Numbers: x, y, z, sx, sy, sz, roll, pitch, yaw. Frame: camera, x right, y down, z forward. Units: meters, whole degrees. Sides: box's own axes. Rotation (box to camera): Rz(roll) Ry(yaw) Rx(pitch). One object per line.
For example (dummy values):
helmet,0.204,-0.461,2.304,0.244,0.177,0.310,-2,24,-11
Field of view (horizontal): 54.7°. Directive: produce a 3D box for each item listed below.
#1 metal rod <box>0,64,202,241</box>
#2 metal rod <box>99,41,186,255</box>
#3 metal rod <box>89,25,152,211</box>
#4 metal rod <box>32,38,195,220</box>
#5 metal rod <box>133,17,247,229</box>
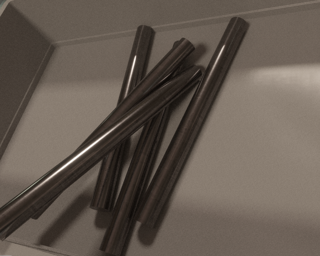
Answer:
metal rod,-0.050,0.007,0.352,0.025,0.025,0.302,24,51,36
metal rod,-0.012,0.009,0.404,0.025,0.025,0.300,5,64,30
metal rod,-0.050,-0.031,0.449,0.025,0.025,0.299,-4,60,26
metal rod,-0.063,-0.003,0.405,0.300,0.025,0.025,-47,52,-6
metal rod,0.046,-0.020,0.392,0.025,0.025,0.300,15,69,34
